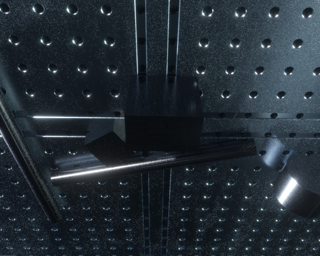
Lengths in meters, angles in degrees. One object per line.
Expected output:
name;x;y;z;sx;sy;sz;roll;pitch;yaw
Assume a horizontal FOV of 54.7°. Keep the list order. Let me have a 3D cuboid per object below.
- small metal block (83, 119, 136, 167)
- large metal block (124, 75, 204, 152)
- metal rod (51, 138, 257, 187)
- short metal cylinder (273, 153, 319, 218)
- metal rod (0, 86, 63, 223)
small metal block;-0.068;0.022;0.429;0.050;0.025;0.050;-26;126;20
large metal block;0.004;-0.019;0.360;0.081;0.080;0.050;1;130;-1
metal rod;-0.014;0.052;0.455;0.301;0.025;0.025;-10;130;8
short metal cylinder;0.213;0.082;0.447;0.081;0.080;0.050;6;130;-6
metal rod;-0.194;0.041;0.444;0.025;0.025;0.298;-4;130;3
